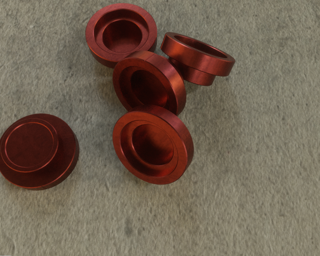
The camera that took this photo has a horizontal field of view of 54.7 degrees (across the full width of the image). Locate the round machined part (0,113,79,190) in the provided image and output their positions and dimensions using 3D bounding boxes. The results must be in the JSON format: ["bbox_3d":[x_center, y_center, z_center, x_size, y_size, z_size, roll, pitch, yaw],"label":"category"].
[{"bbox_3d":[-0.155,0.026,0.388,0.099,0.042,0.098,0,70,-1],"label":"round machined part"}]

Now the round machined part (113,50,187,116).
[{"bbox_3d":[-0.009,-0.053,0.393,0.098,0.097,0.042,35,51,11],"label":"round machined part"}]

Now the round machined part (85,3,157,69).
[{"bbox_3d":[-0.053,-0.126,0.444,0.099,0.042,0.098,0,70,-1],"label":"round machined part"}]

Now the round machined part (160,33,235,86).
[{"bbox_3d":[0.046,-0.089,0.414,0.098,0.098,0.042,26,114,9],"label":"round machined part"}]

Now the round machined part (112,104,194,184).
[{"bbox_3d":[-0.005,0.016,0.374,0.098,0.097,0.042,32,37,10],"label":"round machined part"}]
